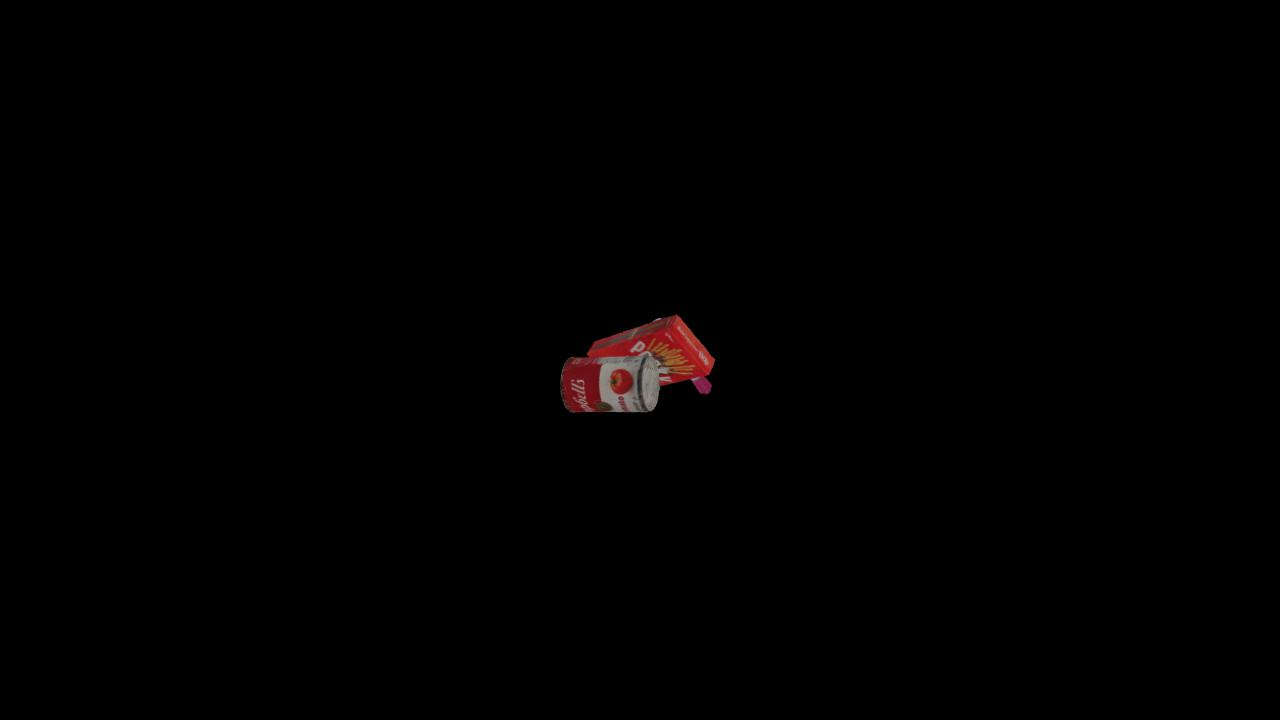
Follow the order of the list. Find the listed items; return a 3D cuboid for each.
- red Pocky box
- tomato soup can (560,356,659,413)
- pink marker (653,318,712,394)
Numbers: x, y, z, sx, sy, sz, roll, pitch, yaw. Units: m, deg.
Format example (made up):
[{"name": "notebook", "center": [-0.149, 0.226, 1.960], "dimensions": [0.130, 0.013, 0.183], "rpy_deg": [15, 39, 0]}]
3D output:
[{"name": "red Pocky box", "center": [0.010, -0.003, 0.768], "dimensions": [0.155, 0.028, 0.083], "rpy_deg": [-16, -56, 45]}, {"name": "tomato soup can", "center": [-0.034, 0.029, 0.725], "dimensions": [0.101, 0.068, 0.068], "rpy_deg": [-2, 0, 18]}, {"name": "pink marker", "center": [0.052, -0.002, 0.758], "dimensions": [0.020, 0.121, 0.020], "rpy_deg": [-30, 27, 17]}]
